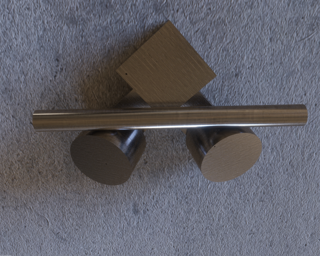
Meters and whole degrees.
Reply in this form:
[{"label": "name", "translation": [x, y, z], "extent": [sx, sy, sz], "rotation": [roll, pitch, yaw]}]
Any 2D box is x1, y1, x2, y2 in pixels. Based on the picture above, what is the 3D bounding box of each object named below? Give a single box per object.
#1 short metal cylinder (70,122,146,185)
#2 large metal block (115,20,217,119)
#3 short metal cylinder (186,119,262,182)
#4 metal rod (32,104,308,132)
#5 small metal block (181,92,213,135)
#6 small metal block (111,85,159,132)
[{"label": "short metal cylinder", "translation": [-0.064, 0.026, 0.391], "extent": [0.080, 0.050, 0.079], "rotation": [11, 129, 14]}, {"label": "large metal block", "translation": [0.007, -0.070, 0.370], "extent": [0.080, 0.050, 0.080], "rotation": [-40, 106, 13]}, {"label": "short metal cylinder", "translation": [0.079, 0.022, 0.392], "extent": [0.081, 0.050, 0.079], "rotation": [-12, 130, -14]}, {"label": "metal rod", "translation": [0.011, -0.011, 0.352], "extent": [0.302, 0.025, 0.025], "rotation": [-1, 110, 0]}, {"label": "small metal block", "translation": [0.042, -0.021, 0.403], "extent": [0.050, 0.025, 0.050], "rotation": [-41, 105, 13]}, {"label": "small metal block", "translation": [-0.030, -0.023, 0.402], "extent": [0.050, 0.025, 0.050], "rotation": [-42, 105, 12]}]
